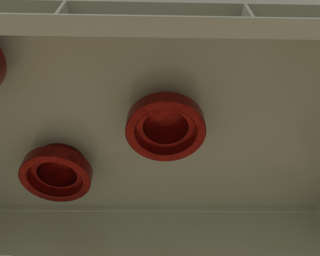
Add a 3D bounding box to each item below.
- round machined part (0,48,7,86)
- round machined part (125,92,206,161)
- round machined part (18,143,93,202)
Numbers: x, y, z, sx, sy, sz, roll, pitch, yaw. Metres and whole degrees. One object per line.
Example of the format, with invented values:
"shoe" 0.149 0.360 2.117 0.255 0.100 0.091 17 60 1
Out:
"round machined part" -0.215 -0.077 0.330 0.099 0.042 0.097 0 130 0
"round machined part" 0.007 -0.006 0.393 0.099 0.042 0.097 0 130 0
"round machined part" -0.147 0.060 0.448 0.099 0.042 0.097 0 130 0
